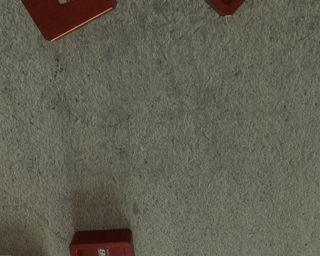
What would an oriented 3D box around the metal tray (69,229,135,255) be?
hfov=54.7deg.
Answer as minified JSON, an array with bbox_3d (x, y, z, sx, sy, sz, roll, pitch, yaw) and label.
[{"bbox_3d":[-0.085,0.223,0.488,0.091,0.030,0.129,-4,110,1],"label":"metal tray"}]

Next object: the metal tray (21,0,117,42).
[{"bbox_3d":[-0.118,-0.175,0.341,0.090,0.030,0.130,-26,108,9],"label":"metal tray"}]

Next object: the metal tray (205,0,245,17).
[{"bbox_3d":[0.085,-0.200,0.333,0.090,0.030,0.130,39,105,-13],"label":"metal tray"}]
